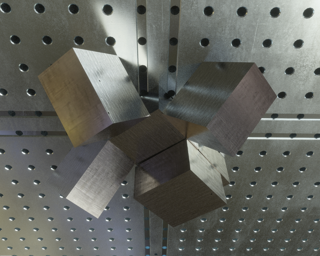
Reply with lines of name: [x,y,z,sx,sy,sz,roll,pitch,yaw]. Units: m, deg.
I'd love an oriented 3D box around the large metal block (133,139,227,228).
large metal block: [0.025,0.072,0.389,0.080,0.050,0.080,-31,125,22]

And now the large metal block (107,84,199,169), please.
large metal block: [-0.008,0.005,0.399,0.080,0.050,0.080,-31,124,23]

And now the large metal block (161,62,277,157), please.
large metal block: [0.062,-0.024,0.335,0.050,0.080,0.080,45,77,-30]

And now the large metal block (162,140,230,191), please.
large metal block: [0.041,0.055,0.441,0.080,0.050,0.080,-30,123,22]

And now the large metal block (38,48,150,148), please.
large metal block: [-0.065,-0.032,0.327,0.050,0.080,0.080,-31,85,23]

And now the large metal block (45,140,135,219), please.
large metal block: [-0.092,0.060,0.405,0.050,0.080,0.080,45,159,-30]
